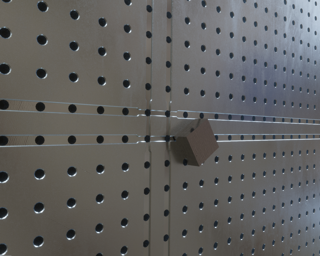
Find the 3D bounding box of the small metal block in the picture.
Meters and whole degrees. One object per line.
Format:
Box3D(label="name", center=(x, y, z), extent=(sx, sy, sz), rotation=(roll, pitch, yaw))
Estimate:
Box3D(label="small metal block", center=(0.054, 0.020, 0.454), extent=(0.050, 0.025, 0.050), rotation=(-38, 114, -33))
